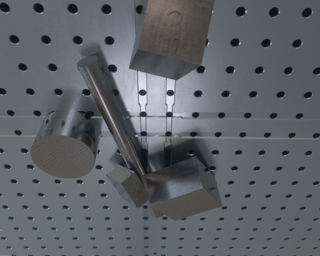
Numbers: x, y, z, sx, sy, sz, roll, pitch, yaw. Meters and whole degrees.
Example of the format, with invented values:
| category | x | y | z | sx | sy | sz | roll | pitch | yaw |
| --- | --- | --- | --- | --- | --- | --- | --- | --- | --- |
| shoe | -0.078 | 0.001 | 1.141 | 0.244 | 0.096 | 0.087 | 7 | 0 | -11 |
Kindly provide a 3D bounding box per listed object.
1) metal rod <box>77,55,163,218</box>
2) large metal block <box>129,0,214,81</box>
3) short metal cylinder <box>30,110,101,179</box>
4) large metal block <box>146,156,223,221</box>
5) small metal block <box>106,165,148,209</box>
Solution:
| category | x | y | z | sx | sy | sz | roll | pitch | yaw |
| --- | --- | --- | --- | --- | --- | --- | --- | --- | --- |
| metal rod | -0.042 | 0.035 | 0.440 | 0.025 | 0.025 | 0.299 | -12 | 130 | 9 |
| large metal block | 0.009 | -0.093 | 0.275 | 0.050 | 0.080 | 0.080 | 12 | 88 | -11 |
| short metal cylinder | -0.123 | 0.022 | 0.413 | 0.081 | 0.050 | 0.079 | 0 | 130 | 0 |
| large metal block | 0.037 | 0.093 | 0.464 | 0.080 | 0.050 | 0.080 | -23 | 141 | 18 |
| small metal block | -0.047 | 0.086 | 0.460 | 0.025 | 0.050 | 0.050 | -40 | 116 | -23 |
